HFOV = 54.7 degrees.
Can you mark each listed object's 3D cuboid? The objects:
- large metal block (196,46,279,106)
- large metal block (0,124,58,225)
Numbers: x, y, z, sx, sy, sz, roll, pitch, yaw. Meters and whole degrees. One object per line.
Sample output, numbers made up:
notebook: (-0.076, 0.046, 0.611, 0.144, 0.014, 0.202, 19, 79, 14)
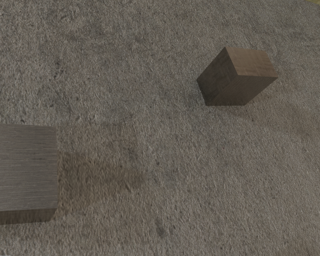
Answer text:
large metal block: (0.117, -0.076, 0.478, 0.081, 0.080, 0.050, -3, 63, -30)
large metal block: (-0.141, 0.043, 0.285, 0.081, 0.050, 0.080, 4, 60, -27)
